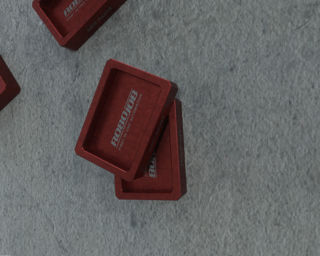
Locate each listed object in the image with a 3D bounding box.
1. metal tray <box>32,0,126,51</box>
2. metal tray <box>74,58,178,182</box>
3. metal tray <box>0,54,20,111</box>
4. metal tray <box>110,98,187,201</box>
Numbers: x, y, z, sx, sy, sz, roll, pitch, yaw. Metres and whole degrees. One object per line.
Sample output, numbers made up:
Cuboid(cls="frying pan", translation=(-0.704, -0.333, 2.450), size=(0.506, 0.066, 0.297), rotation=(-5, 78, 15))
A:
Cuboid(cls="metal tray", translation=(-0.112, -0.188, 0.444), size=(0.130, 0.030, 0.090), rotation=(-40, 78, 15))
Cuboid(cls="metal tray", translation=(-0.043, -0.010, 0.388), size=(0.090, 0.030, 0.129), rotation=(24, 98, 18))
Cuboid(cls="metal tray", translation=(-0.301, -0.059, 0.510), size=(0.130, 0.030, 0.090), rotation=(-38, 78, 15))
Cuboid(cls="metal tray", translation=(-0.015, 0.028, 0.410), size=(0.090, 0.030, 0.129), rotation=(-4, 89, 19))
